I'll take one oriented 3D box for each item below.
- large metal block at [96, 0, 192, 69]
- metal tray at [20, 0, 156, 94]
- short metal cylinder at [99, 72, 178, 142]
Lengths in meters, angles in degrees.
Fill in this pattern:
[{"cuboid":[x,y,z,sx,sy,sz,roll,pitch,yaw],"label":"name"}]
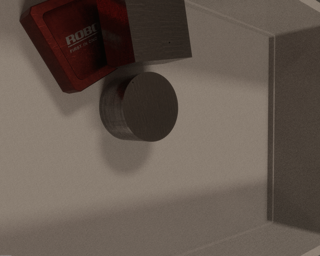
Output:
[{"cuboid":[-0.016,-0.111,0.339,0.081,0.050,0.079,-15,100,-39],"label":"large metal block"},{"cuboid":[-0.071,-0.108,0.344,0.131,0.030,0.090,-41,115,-33],"label":"metal tray"},{"cuboid":[-0.025,-0.024,0.371,0.081,0.050,0.079,0,90,-40],"label":"short metal cylinder"}]
